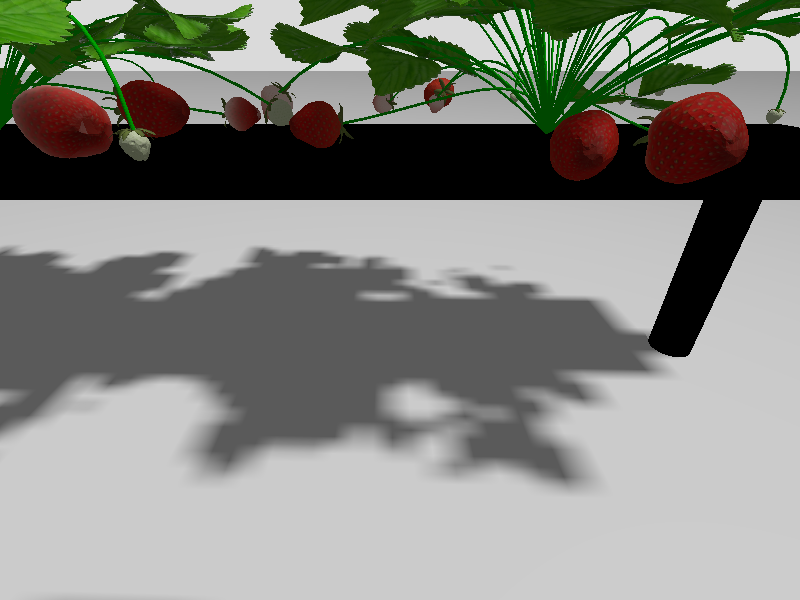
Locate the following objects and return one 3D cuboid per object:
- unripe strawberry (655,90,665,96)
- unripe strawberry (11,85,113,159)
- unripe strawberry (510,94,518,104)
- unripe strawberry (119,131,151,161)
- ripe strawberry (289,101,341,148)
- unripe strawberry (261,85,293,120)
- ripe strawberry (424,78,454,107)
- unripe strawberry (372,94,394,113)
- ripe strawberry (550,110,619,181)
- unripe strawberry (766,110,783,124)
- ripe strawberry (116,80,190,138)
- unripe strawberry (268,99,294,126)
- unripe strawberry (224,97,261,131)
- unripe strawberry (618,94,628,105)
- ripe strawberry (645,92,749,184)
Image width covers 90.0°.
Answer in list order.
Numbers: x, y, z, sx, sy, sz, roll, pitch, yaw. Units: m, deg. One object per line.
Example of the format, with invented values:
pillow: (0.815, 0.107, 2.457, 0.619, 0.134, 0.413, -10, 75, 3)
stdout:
unripe strawberry: (0.295, -0.237, 0.455, 0.010, 0.010, 0.011, -26, 39, -36)
unripe strawberry: (-0.190, -0.102, 0.231, 0.045, 0.038, 0.045, 21, 37, 29)
unripe strawberry: (0.135, -0.238, 0.474, 0.011, 0.011, 0.010, 3, 31, 4)
unripe strawberry: (-0.146, -0.085, 0.221, 0.017, 0.016, 0.015, 18, 35, 27)
ripe strawberry: (-0.056, -0.115, 0.264, 0.032, 0.028, 0.032, -11, 33, -17)
unripe strawberry: (-0.125, -0.195, 0.399, 0.033, 0.032, 0.030, -38, 10, 36)
ripe strawberry: (0.045, -0.247, 0.478, 0.037, 0.032, 0.037, -12, 20, -19)
unripe strawberry: (-0.019, -0.218, 0.441, 0.024, 0.021, 0.024, -27, 36, -37)
ripe strawberry: (0.089, -0.074, 0.194, 0.031, 0.033, 0.034, 6, 32, 10)
unripe strawberry: (0.332, -0.162, 0.355, 0.010, 0.011, 0.011, -5, 31, -9)
ripe strawberry: (-0.179, -0.140, 0.295, 0.045, 0.038, 0.044, 5, 31, 8)
unripe strawberry: (-0.102, -0.161, 0.348, 0.022, 0.022, 0.024, 27, 23, -23)
unripe strawberry: (-0.128, -0.152, 0.327, 0.026, 0.026, 0.029, -1, 31, -2)
unripe strawberry: (0.253, -0.229, 0.456, 0.010, 0.011, 0.011, 23, 38, 33)
ripe strawberry: (0.140, -0.074, 0.188, 0.039, 0.041, 0.042, -4, 32, -7)
